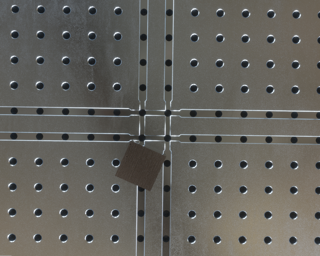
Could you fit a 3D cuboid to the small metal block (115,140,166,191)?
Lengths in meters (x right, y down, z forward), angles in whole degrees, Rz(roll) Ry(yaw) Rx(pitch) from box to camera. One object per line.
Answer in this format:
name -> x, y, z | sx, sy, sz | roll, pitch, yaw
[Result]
small metal block -> -0.025, 0.049, 0.413 | 0.050, 0.025, 0.050 | 24, 90, -1
